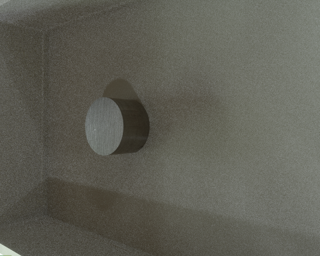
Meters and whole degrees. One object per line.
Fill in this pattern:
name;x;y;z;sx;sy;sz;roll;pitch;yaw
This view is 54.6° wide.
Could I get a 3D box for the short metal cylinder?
short metal cylinder;-0.061;-0.002;0.443;0.080;0.050;0.080;0;90;40
